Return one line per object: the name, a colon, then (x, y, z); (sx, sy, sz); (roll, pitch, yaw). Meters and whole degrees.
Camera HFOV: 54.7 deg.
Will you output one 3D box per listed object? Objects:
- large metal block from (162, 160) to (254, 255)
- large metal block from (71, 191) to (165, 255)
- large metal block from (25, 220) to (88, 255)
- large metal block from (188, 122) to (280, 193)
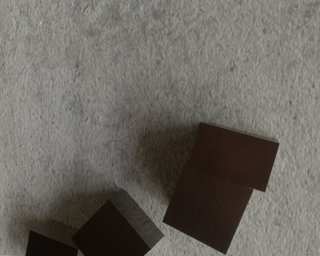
large metal block: (0.060, 0.089, 0.374); (0.080, 0.050, 0.080); (23, 98, 18)
large metal block: (-0.056, 0.146, 0.414); (0.080, 0.050, 0.080); (47, 104, 13)
large metal block: (-0.144, 0.189, 0.445); (0.080, 0.050, 0.079); (13, 94, 19)
large metal block: (0.086, 0.028, 0.349); (0.080, 0.080, 0.050); (16, 96, 19)
